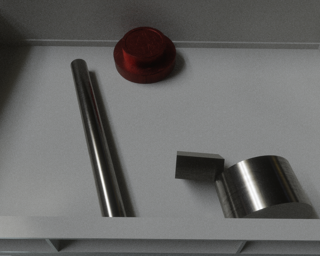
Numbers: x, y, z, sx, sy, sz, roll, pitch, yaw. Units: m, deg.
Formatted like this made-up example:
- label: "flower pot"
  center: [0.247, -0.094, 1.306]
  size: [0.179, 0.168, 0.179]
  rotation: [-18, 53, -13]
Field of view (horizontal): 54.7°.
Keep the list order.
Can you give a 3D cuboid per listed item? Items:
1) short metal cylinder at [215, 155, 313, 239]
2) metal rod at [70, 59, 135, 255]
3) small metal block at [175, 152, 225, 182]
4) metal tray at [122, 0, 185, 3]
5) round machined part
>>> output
- label: "short metal cylinder"
  center: [0.101, 0.071, 0.311]
  size: [0.081, 0.080, 0.050]
  rotation: [-7, 51, -6]
- label: "metal rod"
  center: [-0.082, 0.011, 0.394]
  size: [0.025, 0.025, 0.299]
  rotation: [-14, 51, -12]
- label: "small metal block"
  center: [0.043, 0.043, 0.351]
  size: [0.050, 0.050, 0.025]
  rotation: [4, 91, 3]
- label: "metal tray"
  center: [-0.015, -0.304, 0.660]
  size: [0.131, 0.030, 0.090]
  rotation: [-2, 50, -3]
- label: "round machined part"
  center: [-0.024, -0.120, 0.486]
  size: [0.099, 0.042, 0.098]
  rotation: [0, 59, 0]
